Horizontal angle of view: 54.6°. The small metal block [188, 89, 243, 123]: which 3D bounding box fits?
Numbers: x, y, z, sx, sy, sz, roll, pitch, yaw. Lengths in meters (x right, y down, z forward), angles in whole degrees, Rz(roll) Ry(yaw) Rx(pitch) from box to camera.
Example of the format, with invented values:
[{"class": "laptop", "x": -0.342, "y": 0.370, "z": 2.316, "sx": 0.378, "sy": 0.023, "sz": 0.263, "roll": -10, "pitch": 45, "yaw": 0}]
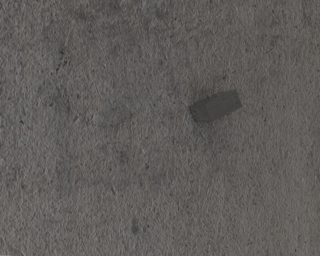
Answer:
[{"class": "small metal block", "x": 0.074, "y": -0.029, "z": 0.423, "sx": 0.050, "sy": 0.050, "sz": 0.025, "roll": -26, "pitch": 99, "yaw": -18}]
